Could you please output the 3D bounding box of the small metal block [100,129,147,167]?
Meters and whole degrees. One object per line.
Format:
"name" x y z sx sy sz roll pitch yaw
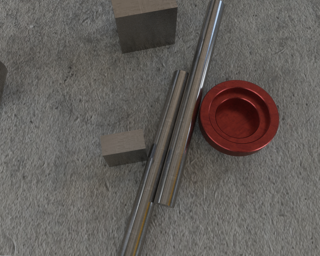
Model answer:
"small metal block" -0.043 0.026 0.384 0.050 0.050 0.025 -10 68 -4

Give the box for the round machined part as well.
"round machined part" 0.099 -0.010 0.404 0.099 0.042 0.098 0 70 -1

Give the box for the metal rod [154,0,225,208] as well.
"metal rod" 0.044 -0.046 0.410 0.025 0.025 0.299 15 71 5

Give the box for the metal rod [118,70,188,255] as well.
"metal rod" -0.009 0.061 0.385 0.025 0.025 0.299 15 70 5

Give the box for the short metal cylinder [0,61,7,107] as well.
"short metal cylinder" -0.245 -0.060 0.398 0.081 0.080 0.050 0 70 0

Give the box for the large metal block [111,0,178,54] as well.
"large metal block" -0.022 -0.155 0.435 0.081 0.080 0.050 -12 71 -5
